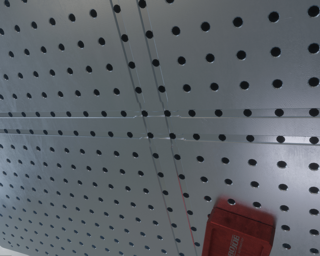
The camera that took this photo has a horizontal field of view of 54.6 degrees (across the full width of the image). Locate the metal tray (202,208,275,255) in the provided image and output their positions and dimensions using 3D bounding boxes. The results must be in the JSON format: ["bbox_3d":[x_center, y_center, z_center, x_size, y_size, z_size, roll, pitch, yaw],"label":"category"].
[{"bbox_3d":[0.111,0.188,0.465,0.090,0.030,0.129,15,125,20],"label":"metal tray"}]
